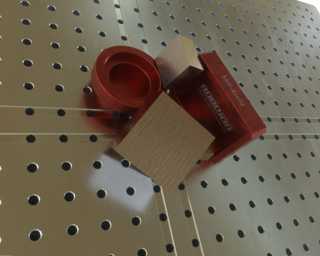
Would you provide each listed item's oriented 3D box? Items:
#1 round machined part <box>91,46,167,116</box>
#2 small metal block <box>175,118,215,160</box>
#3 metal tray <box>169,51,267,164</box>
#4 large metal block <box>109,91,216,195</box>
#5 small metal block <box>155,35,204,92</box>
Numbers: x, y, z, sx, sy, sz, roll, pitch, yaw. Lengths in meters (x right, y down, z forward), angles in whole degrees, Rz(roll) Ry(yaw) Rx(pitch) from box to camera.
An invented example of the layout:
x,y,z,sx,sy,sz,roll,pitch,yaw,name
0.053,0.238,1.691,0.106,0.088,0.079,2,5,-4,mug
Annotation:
x,y,z,sx,sy,sz,roll,pitch,yaw,name
-0.043,-0.058,0.410,0.099,0.042,0.098,14,56,-21,round machined part
0.043,0.014,0.418,0.050,0.025,0.050,6,63,-13,small metal block
0.073,-0.027,0.424,0.030,0.090,0.130,-19,72,-36,metal tray
0.001,0.015,0.356,0.080,0.050,0.080,41,82,-15,large metal block
0.024,-0.083,0.405,0.025,0.050,0.050,9,55,-41,small metal block
